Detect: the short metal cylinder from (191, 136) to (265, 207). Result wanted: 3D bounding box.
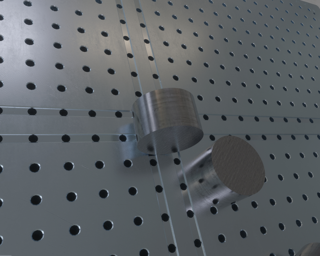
[{"bbox_3d":[0.088,0.057,0.405,0.081,0.050,0.080,13,56,-21],"label":"short metal cylinder"}]

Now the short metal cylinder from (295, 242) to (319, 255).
[{"bbox_3d":[0.189,0.184,0.362,0.050,0.080,0.080,-22,74,-36],"label":"short metal cylinder"}]

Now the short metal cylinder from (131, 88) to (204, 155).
[{"bbox_3d":[0.008,-0.006,0.381,0.081,0.080,0.050,3,61,-27],"label":"short metal cylinder"}]
